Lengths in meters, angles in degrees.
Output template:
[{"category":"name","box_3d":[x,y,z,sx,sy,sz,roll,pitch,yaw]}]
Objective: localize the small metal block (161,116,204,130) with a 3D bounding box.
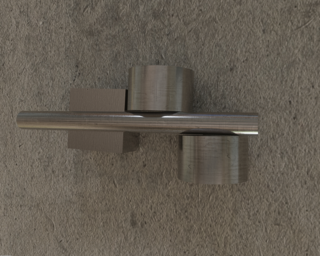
[{"category":"small metal block","box_3d":[0.034,-0.005,0.383,0.050,0.050,0.025,1,91,19]}]

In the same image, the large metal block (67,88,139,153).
[{"category":"large metal block","box_3d":[-0.074,-0.011,0.418,0.080,0.050,0.079,3,91,19]}]

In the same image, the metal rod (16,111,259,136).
[{"category":"metal rod","box_3d":[-0.041,-0.007,0.369,0.301,0.025,0.025,1,91,18]}]

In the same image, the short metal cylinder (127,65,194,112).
[{"category":"short metal cylinder","box_3d":[0.001,-0.045,0.381,0.080,0.080,0.050,2,91,19]}]

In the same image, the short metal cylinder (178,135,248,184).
[{"category":"short metal cylinder","box_3d":[0.061,0.033,0.359,0.080,0.080,0.050,0,90,19]}]
